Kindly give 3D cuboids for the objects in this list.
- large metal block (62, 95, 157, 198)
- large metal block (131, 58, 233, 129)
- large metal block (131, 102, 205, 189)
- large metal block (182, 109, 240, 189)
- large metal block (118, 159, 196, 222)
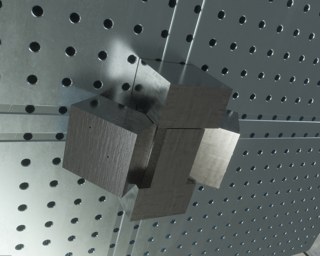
[{"bbox_3d":[-0.057,0.018,0.349,0.050,0.080,0.079,-36,146,-60],"label":"large metal block"},{"bbox_3d":[0.022,-0.041,0.363,0.081,0.080,0.050,1,118,-29],"label":"large metal block"},{"bbox_3d":[0.003,0.017,0.388,0.050,0.080,0.079,1,118,-29],"label":"large metal block"},{"bbox_3d":[0.068,0.021,0.416,0.050,0.080,0.079,17,114,5],"label":"large metal block"},{"bbox_3d":[-0.012,0.073,0.414,0.081,0.080,0.050,1,118,-29],"label":"large metal block"}]
